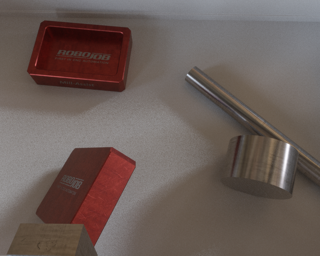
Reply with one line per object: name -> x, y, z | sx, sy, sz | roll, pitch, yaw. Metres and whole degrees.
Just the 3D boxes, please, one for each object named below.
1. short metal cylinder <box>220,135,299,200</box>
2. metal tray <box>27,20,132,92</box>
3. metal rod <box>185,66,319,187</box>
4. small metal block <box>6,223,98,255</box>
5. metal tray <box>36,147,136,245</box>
short metal cylinder -> 0.117, 0.047, 0.365 | 0.080, 0.080, 0.050 | 16, 71, 5
metal tray -> -0.111, -0.103, 0.443 | 0.131, 0.030, 0.090 | 5, 70, 1
metal rod -> 0.154, 0.018, 0.404 | 0.300, 0.025, 0.025 | 41, 75, 13
small metal block -> -0.082, 0.100, 0.244 | 0.050, 0.050, 0.025 | -1, 42, 6
metal tray -> -0.084, 0.067, 0.331 | 0.030, 0.130, 0.090 | 36, 69, -24
